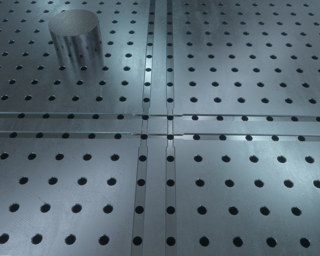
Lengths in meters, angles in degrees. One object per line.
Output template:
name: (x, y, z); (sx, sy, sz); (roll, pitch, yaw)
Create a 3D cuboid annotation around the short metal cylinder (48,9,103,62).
short metal cylinder: (-0.140, -0.156, 0.521); (0.081, 0.050, 0.080); (0, 50, 0)
